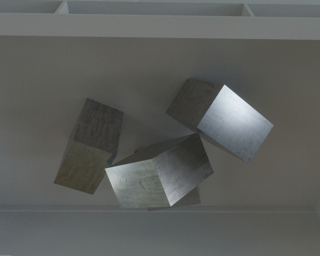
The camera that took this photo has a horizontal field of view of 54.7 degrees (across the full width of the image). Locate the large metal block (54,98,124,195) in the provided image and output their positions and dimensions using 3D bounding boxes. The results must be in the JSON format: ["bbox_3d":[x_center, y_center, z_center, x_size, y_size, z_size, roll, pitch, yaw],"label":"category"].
[{"bbox_3d":[-0.089,0.023,0.391,0.050,0.080,0.080,22,127,-17],"label":"large metal block"}]

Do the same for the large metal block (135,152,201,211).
[{"bbox_3d":[0.012,0.073,0.455,0.080,0.050,0.080,-11,130,9],"label":"large metal block"}]

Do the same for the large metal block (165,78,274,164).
[{"bbox_3d":[0.065,-0.011,0.355,0.080,0.080,0.050,33,89,-25],"label":"large metal block"}]

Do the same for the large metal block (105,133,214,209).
[{"bbox_3d":[0.000,0.049,0.353,0.080,0.081,0.050,-17,96,45],"label":"large metal block"}]
